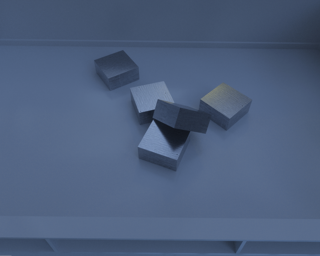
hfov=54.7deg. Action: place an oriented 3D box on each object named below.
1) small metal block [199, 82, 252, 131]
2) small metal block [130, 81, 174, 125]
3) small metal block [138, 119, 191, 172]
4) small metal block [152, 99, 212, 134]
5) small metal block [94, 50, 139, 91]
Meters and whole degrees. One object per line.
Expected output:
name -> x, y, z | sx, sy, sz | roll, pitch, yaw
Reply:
small metal block -> 0.091, -0.031, 0.432 | 0.050, 0.025, 0.050 | -37, 59, -27
small metal block -> -0.011, -0.036, 0.435 | 0.050, 0.025, 0.050 | -13, 51, -12
small metal block -> 0.006, 0.020, 0.388 | 0.050, 0.025, 0.050 | 18, 52, 14
small metal block -> 0.027, -0.015, 0.391 | 0.050, 0.025, 0.050 | 10, 10, -35
small metal block -> -0.067, -0.090, 0.480 | 0.050, 0.025, 0.050 | -26, 55, -20
